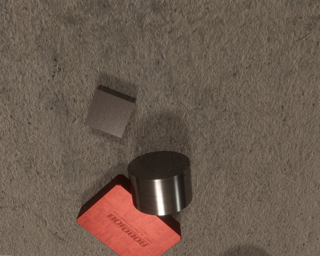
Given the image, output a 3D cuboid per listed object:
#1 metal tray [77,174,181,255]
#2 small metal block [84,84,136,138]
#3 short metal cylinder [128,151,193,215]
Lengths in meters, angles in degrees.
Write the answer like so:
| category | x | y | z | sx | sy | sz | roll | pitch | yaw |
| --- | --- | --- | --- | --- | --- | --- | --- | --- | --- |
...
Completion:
| category | x | y | z | sx | sy | sz | roll | pitch | yaw |
| --- | --- | --- | --- | --- | --- | --- | --- | --- | --- |
| metal tray | -0.044 | 0.141 | 0.458 | 0.090 | 0.030 | 0.130 | -42 | 105 | 14 |
| small metal block | -0.064 | -0.022 | 0.401 | 0.050 | 0.025 | 0.050 | 21 | 109 | -8 |
| short metal cylinder | 0.001 | 0.069 | 0.406 | 0.080 | 0.080 | 0.050 | -5 | 110 | 1 |
